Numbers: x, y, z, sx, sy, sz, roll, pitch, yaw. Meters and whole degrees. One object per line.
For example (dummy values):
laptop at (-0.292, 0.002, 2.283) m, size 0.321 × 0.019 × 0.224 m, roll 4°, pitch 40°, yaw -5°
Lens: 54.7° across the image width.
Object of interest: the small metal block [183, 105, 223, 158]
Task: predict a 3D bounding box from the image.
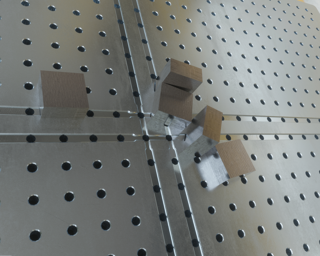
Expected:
small metal block at (0.059, 0.005, 0.422) m, size 0.025 × 0.050 × 0.050 m, roll 25°, pitch 53°, yaw -14°

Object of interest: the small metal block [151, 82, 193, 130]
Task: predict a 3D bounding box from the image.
small metal block at (0.018, -0.031, 0.438) m, size 0.050 × 0.025 × 0.050 m, roll 19°, pitch 54°, yaw -18°

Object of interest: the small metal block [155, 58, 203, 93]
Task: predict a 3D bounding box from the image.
small metal block at (0.027, -0.069, 0.450) m, size 0.050 × 0.050 × 0.025 m, roll 15°, pitch 56°, yaw -21°

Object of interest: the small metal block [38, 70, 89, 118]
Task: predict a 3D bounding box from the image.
small metal block at (-0.116, -0.039, 0.370) m, size 0.050 × 0.025 × 0.050 m, roll -1°, pitch 62°, yaw -29°

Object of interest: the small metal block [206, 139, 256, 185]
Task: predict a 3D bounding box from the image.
small metal block at (0.098, 0.047, 0.435) m, size 0.050 × 0.025 × 0.050 m, roll -9°, pitch 66°, yaw -32°
